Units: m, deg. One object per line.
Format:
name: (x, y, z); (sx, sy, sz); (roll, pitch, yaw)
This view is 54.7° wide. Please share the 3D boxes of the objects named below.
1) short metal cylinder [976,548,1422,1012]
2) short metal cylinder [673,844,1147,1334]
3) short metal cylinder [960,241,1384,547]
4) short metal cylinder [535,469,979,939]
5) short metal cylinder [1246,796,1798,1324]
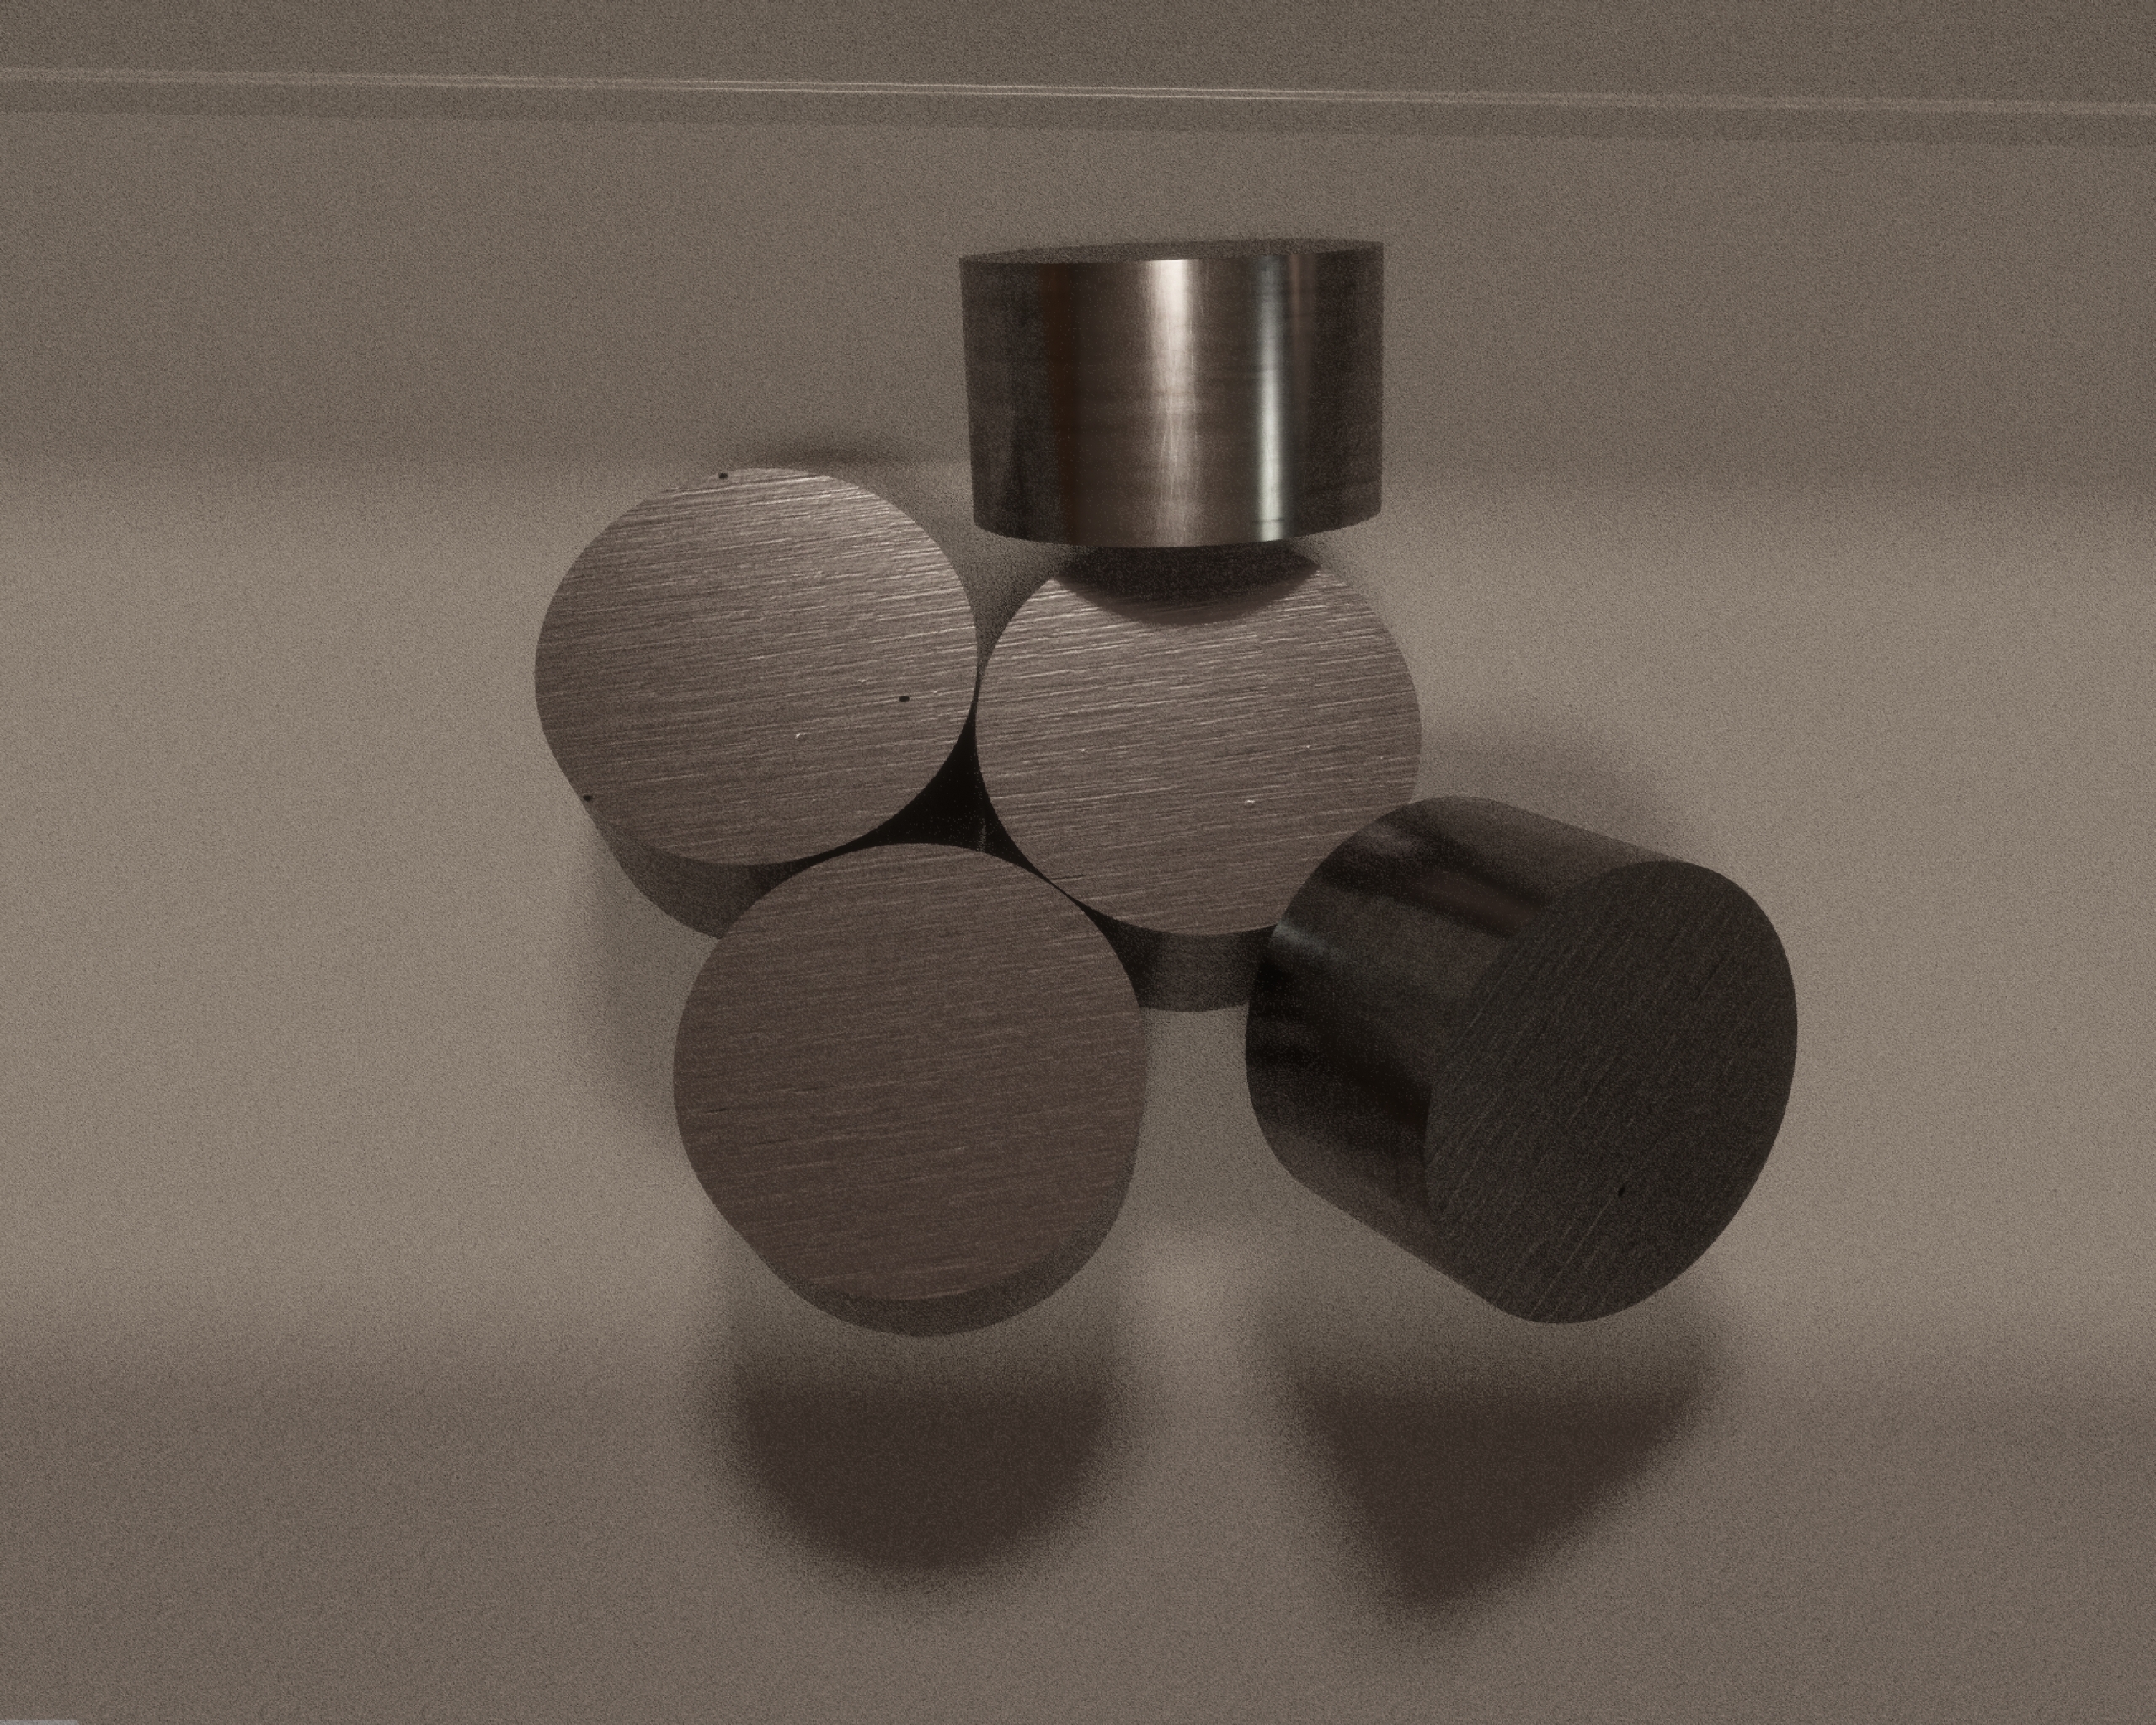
short metal cylinder: (0.022, -0.016, 0.400); (0.081, 0.050, 0.080); (0, 70, 0)
short metal cylinder: (-0.029, 0.042, 0.378); (0.081, 0.050, 0.080); (0, 70, 0)
short metal cylinder: (0.019, -0.093, 0.405); (0.081, 0.080, 0.050); (-3, 109, -1)
short metal cylinder: (-0.059, -0.029, 0.404); (0.081, 0.050, 0.080); (0, 70, 0)
short metal cylinder: (0.077, 0.032, 0.362); (0.081, 0.050, 0.079); (-9, 108, -28)
